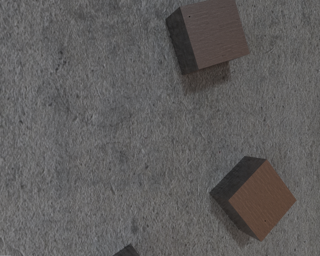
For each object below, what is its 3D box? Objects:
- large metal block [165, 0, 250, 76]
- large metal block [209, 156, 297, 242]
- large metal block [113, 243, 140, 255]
[{"bbox_3d":[0.064,-0.124,0.419,0.081,0.050,0.080,-20,97,-19],"label":"large metal block"},{"bbox_3d":[0.133,0.099,0.445,0.080,0.050,0.080,-42,104,-15],"label":"large metal block"},{"bbox_3d":[-0.045,0.206,0.379,0.080,0.050,0.080,-30,100,-18],"label":"large metal block"}]
